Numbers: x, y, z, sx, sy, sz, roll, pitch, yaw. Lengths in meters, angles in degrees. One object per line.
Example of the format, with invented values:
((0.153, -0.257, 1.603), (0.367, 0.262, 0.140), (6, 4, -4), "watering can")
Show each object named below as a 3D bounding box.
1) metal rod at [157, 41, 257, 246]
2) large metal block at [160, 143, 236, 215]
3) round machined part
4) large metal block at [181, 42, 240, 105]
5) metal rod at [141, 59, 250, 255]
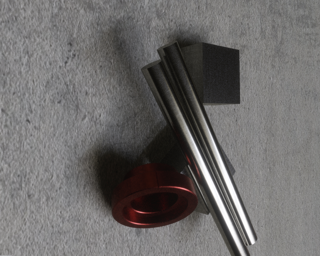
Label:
((0.068, 0.034, 0.399), (0.025, 0.025, 0.299), (-39, 114, -33), "metal rod")
((0.051, 0.060, 0.434), (0.080, 0.050, 0.080), (-49, 119, -29), "large metal block")
((-0.008, 0.077, 0.365), (0.098, 0.098, 0.042), (29, 35, -37), "round machined part")
((0.071, -0.074, 0.450), (0.081, 0.050, 0.079), (-3, 92, -40), "large metal block")
((0.053, 0.057, 0.386), (0.025, 0.025, 0.299), (-40, 115, -33), "metal rod")
